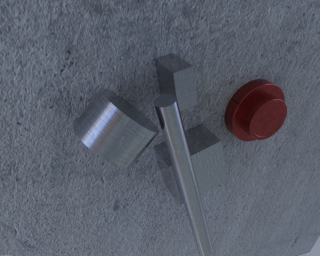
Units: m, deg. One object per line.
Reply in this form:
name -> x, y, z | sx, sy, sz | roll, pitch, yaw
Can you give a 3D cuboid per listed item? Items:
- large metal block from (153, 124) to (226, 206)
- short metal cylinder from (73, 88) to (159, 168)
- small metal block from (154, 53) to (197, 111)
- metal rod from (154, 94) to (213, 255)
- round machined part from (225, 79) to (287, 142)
large metal block -> 0.045, 0.053, 0.450 | 0.081, 0.050, 0.080 | -25, 128, -13
short metal cylinder -> -0.048, 0.000, 0.346 | 0.080, 0.080, 0.050 | 31, 101, -39
small metal block -> 0.019, -0.055, 0.368 | 0.025, 0.050, 0.050 | -22, 127, -16
metal rod -> 0.040, 0.085, 0.418 | 0.025, 0.025, 0.298 | -26, 128, -12
round machined part -> 0.151, -0.021, 0.468 | 0.099, 0.042, 0.097 | -14, 125, -21
